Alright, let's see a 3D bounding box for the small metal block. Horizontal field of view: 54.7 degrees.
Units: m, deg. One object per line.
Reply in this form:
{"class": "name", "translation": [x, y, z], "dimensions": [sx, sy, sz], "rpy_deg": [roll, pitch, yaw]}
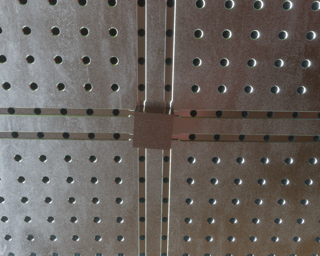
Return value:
{"class": "small metal block", "translation": [-0.009, 0.000, 0.413], "dimensions": [0.050, 0.025, 0.050], "rpy_deg": [5, 110, -2]}
